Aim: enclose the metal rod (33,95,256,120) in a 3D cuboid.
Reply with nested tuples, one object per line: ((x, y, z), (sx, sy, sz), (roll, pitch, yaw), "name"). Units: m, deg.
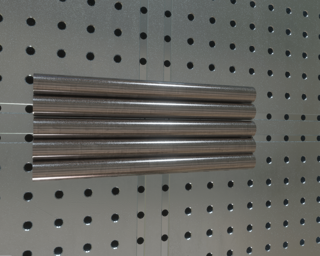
((-0.005, -0.025, 0.412), (0.303, 0.025, 0.025), (0, 90, -21), "metal rod")

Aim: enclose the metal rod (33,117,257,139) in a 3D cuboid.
((-0.005, 0.001, 0.412), (0.303, 0.025, 0.025), (0, 90, -21), "metal rod")

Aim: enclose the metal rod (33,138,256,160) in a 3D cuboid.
((-0.005, 0.026, 0.411), (0.303, 0.025, 0.025), (0, 90, -21), "metal rod")

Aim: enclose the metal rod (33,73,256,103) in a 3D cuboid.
((-0.005, -0.050, 0.412), (0.303, 0.025, 0.025), (0, 90, -21), "metal rod")

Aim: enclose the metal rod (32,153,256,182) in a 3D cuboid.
((-0.006, 0.050, 0.411), (0.303, 0.025, 0.025), (0, 90, -21), "metal rod")
